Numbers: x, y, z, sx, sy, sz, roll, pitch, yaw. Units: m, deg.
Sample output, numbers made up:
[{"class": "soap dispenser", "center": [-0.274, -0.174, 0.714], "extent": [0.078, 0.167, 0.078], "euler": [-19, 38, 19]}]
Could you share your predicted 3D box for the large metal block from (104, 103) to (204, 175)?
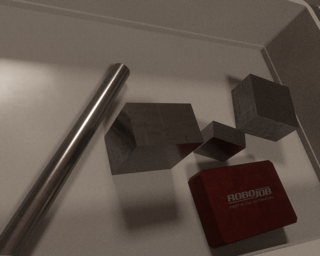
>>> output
[{"class": "large metal block", "center": [-0.010, 0.013, 0.358], "extent": [0.081, 0.080, 0.050], "euler": [-2, 63, -29]}]

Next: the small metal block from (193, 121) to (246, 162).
[{"class": "small metal block", "center": [0.080, 0.020, 0.423], "extent": [0.050, 0.050, 0.025], "euler": [18, 55, -18]}]

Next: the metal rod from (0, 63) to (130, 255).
[{"class": "metal rod", "center": [-0.100, 0.030, 0.334], "extent": [0.025, 0.025, 0.300], "euler": [30, 52, -9]}]

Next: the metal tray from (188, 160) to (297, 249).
[{"class": "metal tray", "center": [0.110, 0.095, 0.406], "extent": [0.131, 0.030, 0.090], "euler": [-3, 63, -30]}]

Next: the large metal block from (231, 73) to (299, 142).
[{"class": "large metal block", "center": [0.168, -0.032, 0.502], "extent": [0.081, 0.050, 0.080], "euler": [14, 56, -21]}]
